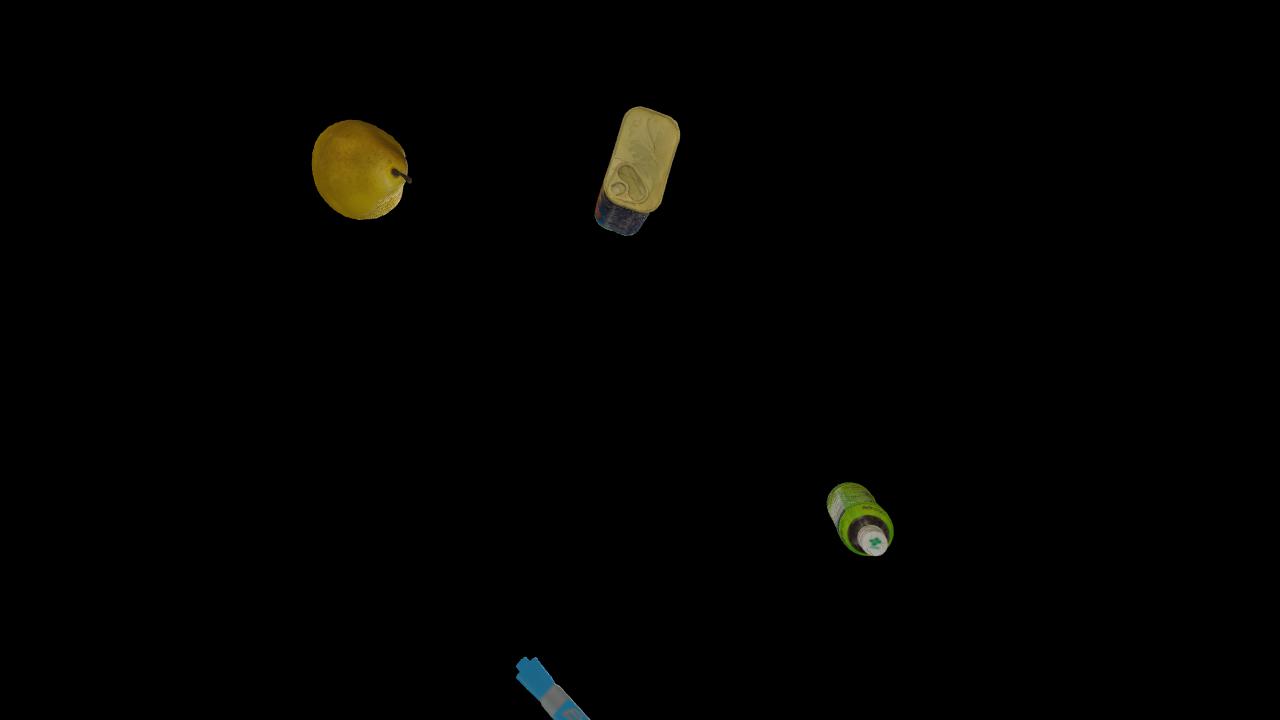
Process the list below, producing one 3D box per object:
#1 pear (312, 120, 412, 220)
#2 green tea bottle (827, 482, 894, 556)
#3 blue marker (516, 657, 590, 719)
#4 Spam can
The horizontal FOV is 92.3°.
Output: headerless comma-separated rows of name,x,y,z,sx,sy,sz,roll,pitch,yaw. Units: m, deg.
pear,-0.219,-0.158,0.501,0.111,0.080,0.080,3,2,45
green tea bottle,0.297,0.218,0.829,0.073,0.073,0.212,0,1,12
blue marker,-0.041,0.250,0.417,0.121,0.020,0.020,40,15,18
Spam can,-0.006,-0.184,0.617,0.058,0.101,0.085,18,-9,-9
